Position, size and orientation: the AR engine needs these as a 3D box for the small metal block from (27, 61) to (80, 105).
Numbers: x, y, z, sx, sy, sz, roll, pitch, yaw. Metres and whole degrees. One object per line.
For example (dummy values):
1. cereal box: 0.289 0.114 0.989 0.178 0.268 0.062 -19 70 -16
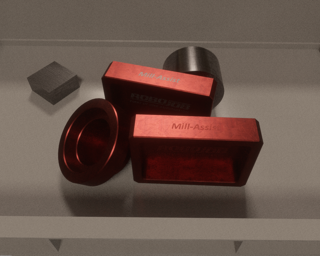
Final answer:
1. small metal block: -0.157 -0.068 0.460 0.050 0.025 0.050 32 57 23

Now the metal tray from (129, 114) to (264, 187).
1. metal tray: 0.035 0.027 0.340 0.131 0.089 0.030 2 50 1

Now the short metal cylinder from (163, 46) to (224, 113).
1. short metal cylinder: 0.044 -0.063 0.423 0.081 0.080 0.050 0 50 0

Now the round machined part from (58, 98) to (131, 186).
1. round machined part: -0.069 0.019 0.356 0.098 0.042 0.098 -16 63 34

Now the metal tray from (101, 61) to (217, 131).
1. metal tray: -0.001 -0.029 0.387 0.131 0.089 0.030 12 51 9
